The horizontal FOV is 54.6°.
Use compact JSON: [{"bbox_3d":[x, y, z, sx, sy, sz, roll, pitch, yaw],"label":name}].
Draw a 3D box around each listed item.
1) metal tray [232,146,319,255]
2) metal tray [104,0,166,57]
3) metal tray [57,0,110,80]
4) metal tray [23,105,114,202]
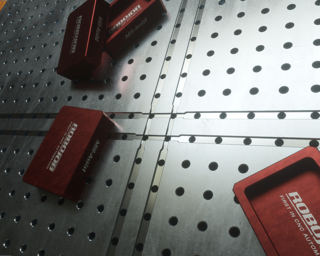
[{"bbox_3d":[0.135,0.091,0.278,0.090,0.030,0.130,-30,52,9],"label":"metal tray"},{"bbox_3d":[-0.065,-0.197,0.561,0.130,0.030,0.090,-42,51,-1],"label":"metal tray"},{"bbox_3d":[-0.135,-0.158,0.545,0.090,0.030,0.130,-13,64,41],"label":"metal tray"},{"bbox_3d":[-0.134,0.033,0.457,0.090,0.030,0.130,9,66,32],"label":"metal tray"}]
